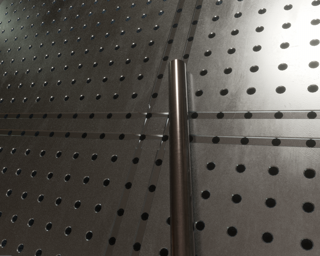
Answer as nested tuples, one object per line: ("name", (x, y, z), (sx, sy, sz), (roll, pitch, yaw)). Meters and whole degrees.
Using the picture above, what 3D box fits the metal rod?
("metal rod", (0.024, 0.037, 0.371), (0.025, 0.025, 0.299), (-13, 56, 21))
